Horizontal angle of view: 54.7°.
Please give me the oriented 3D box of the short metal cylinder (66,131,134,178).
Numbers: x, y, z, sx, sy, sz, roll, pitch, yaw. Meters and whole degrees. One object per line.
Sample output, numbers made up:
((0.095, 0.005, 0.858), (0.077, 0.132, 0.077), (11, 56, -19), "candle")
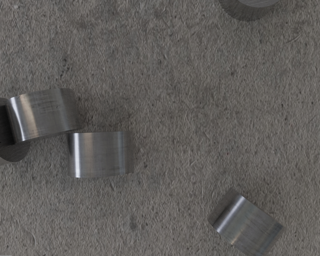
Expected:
((-0.073, 0.030, 0.382), (0.081, 0.080, 0.050), (-2, 90, 0), "short metal cylinder")

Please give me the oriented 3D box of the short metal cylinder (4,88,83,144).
((-0.142, -0.014, 0.381), (0.080, 0.080, 0.050), (-14, 90, 0), "short metal cylinder")

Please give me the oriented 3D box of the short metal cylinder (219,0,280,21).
((0.119, -0.185, 0.398), (0.081, 0.050, 0.080), (0, 90, 0), "short metal cylinder")

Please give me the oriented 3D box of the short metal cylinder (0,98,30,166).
((-0.205, 0.008, 0.377), (0.050, 0.080, 0.080), (-14, 90, 11), "short metal cylinder")

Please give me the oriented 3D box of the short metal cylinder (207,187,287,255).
((0.106, 0.117, 0.383), (0.080, 0.080, 0.050), (36, 90, 0), "short metal cylinder")
